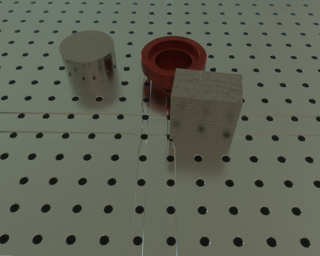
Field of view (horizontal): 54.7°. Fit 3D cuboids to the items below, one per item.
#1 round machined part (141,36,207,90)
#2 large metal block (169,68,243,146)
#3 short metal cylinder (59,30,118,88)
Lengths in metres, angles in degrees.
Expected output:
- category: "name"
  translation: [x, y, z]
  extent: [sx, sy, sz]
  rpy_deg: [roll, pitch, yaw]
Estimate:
- category: "round machined part"
  translation: [0.020, -0.096, 0.478]
  extent: [0.099, 0.042, 0.098]
  rpy_deg: [0, 50, 0]
- category: "large metal block"
  translation: [0.056, -0.025, 0.393]
  extent: [0.080, 0.080, 0.050]
  rpy_deg: [7, 51, 5]
- category: "short metal cylinder"
  translation: [-0.109, -0.107, 0.481]
  extent: [0.080, 0.050, 0.080]
  rpy_deg: [0, 50, 0]
